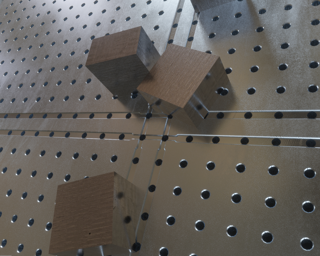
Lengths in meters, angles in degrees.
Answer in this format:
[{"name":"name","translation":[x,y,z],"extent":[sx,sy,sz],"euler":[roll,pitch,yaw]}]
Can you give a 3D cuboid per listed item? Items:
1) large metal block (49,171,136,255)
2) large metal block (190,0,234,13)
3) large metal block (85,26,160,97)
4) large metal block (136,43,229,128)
[{"name":"large metal block","translation":[-0.077,0.105,0.366],"extent":[0.080,0.050,0.080],"euler":[-16,55,19]},{"name":"large metal block","translation":[0.080,-0.236,0.475],"extent":[0.080,0.080,0.050],"euler":[-11,57,22]},{"name":"large metal block","translation":[-0.047,-0.093,0.453],"extent":[0.080,0.080,0.050],"euler":[-7,59,24]},{"name":"large metal block","translation":[0.031,-0.058,0.410],"extent":[0.080,0.050,0.080],"euler":[27,76,36]}]
